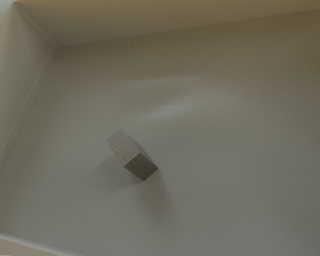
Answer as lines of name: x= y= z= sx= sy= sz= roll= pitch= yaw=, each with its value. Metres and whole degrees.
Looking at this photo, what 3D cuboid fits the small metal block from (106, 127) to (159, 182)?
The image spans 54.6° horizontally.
small metal block: x=-0.034 y=0.033 z=0.388 sx=0.025 sy=0.050 sz=0.050 roll=-42 pitch=51 yaw=0
